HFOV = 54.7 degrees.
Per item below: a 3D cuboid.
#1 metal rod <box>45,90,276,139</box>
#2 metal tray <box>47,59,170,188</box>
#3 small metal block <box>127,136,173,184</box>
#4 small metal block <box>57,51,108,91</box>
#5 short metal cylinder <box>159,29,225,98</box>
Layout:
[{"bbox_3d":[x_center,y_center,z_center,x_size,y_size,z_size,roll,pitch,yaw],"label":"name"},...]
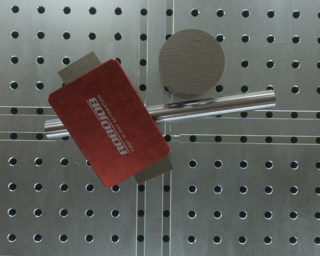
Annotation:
[{"bbox_3d":[0.001,-0.019,0.413,0.302,0.025,0.025,-8,90,-1],"label":"metal rod"},{"bbox_3d":[-0.058,-0.005,0.371,0.090,0.030,0.130,-31,102,0],"label":"metal tray"},{"bbox_3d":[-0.016,0.040,0.412,0.050,0.025,0.050,-23,90,-1],"label":"small metal block"},{"bbox_3d":[-0.096,-0.070,0.399,0.050,0.050,0.025,-32,90,0],"label":"small metal block"},{"bbox_3d":[0.038,-0.081,0.401,0.081,0.050,0.079,0,90,-1],"label":"short metal cylinder"}]
